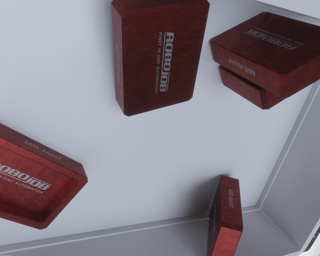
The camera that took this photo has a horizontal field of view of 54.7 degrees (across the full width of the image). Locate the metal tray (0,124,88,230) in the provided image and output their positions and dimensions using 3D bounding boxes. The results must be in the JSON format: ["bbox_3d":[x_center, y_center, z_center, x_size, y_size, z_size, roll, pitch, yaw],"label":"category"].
[{"bbox_3d":[-0.162,0.059,0.353,0.090,0.030,0.130,-48,129,5],"label":"metal tray"}]

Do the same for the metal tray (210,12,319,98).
[{"bbox_3d":[0.131,-0.091,0.358,0.090,0.130,0.030,-29,129,-10],"label":"metal tray"}]

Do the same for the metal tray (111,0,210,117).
[{"bbox_3d":[-0.002,-0.077,0.336,0.091,0.030,0.129,-16,140,-19],"label":"metal tray"}]

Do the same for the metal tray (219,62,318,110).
[{"bbox_3d":[0.156,-0.084,0.401,0.131,0.090,0.030,-31,129,-9],"label":"metal tray"}]

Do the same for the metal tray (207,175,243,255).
[{"bbox_3d":[0.101,0.147,0.492,0.030,0.130,0.089,14,114,6],"label":"metal tray"}]
